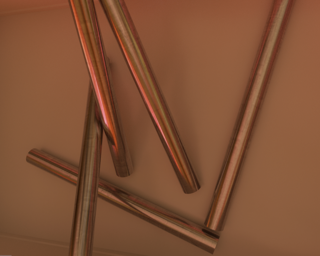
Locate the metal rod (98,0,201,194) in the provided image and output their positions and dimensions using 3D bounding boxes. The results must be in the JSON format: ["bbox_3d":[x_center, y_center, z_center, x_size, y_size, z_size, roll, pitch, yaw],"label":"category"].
[{"bbox_3d":[-0.016,-0.054,0.352,0.025,0.025,0.299,-17,109,19],"label":"metal rod"}]

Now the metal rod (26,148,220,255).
[{"bbox_3d":[-0.063,0.094,0.431,0.301,0.025,0.025,21,97,18],"label":"metal rod"}]

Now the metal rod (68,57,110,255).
[{"bbox_3d":[-0.085,0.038,0.378,0.025,0.025,0.299,-9,64,19],"label":"metal rod"}]

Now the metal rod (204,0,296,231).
[{"bbox_3d":[0.108,-0.020,0.372,0.025,0.025,0.298,18,96,19],"label":"metal rod"}]

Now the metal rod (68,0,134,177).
[{"bbox_3d":[-0.070,-0.066,0.353,0.025,0.025,0.298,3,123,20],"label":"metal rod"}]
